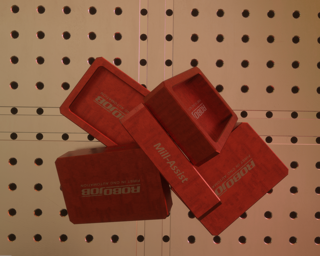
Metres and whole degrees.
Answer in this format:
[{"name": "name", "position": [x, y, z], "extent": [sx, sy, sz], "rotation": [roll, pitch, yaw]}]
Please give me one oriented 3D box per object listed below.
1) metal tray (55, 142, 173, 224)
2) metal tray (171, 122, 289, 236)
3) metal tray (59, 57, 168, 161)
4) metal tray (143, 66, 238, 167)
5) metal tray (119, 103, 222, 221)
[{"name": "metal tray", "position": [-0.057, 0.069, 0.386], "extent": [0.130, 0.030, 0.089], "rotation": [-8, 101, 14]}, {"name": "metal tray", "position": [0.090, 0.065, 0.411], "extent": [0.130, 0.030, 0.090], "rotation": [-41, 91, -1]}, {"name": "metal tray", "position": [-0.052, -0.020, 0.410], "extent": [0.130, 0.030, 0.090], "rotation": [36, 90, -1]}, {"name": "metal tray", "position": [0.043, -0.021, 0.362], "extent": [0.030, 0.131, 0.090], "rotation": [-38, 90, 28]}, {"name": "metal tray", "position": [0.011, 0.034, 0.350], "extent": [0.030, 0.090, 0.130], "rotation": [-38, 91, 0]}]
